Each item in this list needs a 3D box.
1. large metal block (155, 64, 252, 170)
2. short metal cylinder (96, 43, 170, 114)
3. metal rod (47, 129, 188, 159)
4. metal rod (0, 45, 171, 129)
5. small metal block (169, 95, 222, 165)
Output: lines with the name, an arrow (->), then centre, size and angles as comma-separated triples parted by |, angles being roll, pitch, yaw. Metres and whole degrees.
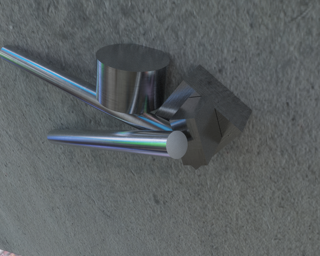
large metal block -> 0.044, -0.011, 0.359 | 0.080, 0.050, 0.080 | 42, 130, 0
short metal cylinder -> -0.032, -0.058, 0.354 | 0.080, 0.080, 0.050 | 19, 126, 16
metal rod -> -0.078, 0.014, 0.388 | 0.300, 0.025, 0.025 | 0, 121, 52
metal rod -> -0.103, -0.050, 0.393 | 0.300, 0.025, 0.025 | 27, 128, 25
small metal block -> 0.037, 0.002, 0.305 | 0.025, 0.050, 0.050 | -4, 117, 30
